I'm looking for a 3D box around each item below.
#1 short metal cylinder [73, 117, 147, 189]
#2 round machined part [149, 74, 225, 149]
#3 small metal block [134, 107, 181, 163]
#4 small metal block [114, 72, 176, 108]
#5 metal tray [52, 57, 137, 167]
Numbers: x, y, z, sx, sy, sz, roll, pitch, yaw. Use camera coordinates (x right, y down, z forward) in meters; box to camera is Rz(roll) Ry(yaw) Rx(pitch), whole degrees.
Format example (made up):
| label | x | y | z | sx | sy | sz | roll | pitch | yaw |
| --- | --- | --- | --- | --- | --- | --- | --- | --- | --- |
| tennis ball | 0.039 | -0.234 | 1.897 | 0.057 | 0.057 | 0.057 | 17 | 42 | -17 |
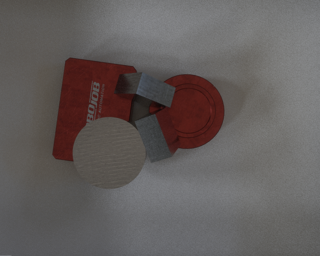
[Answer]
| label | x | y | z | sx | sy | sz | roll | pitch | yaw |
| --- | --- | --- | --- | --- | --- | --- | --- | --- | --- |
| short metal cylinder | -0.056 | 0.027 | 0.367 | 0.081 | 0.050 | 0.079 | 0 | 90 | -1 |
| round machined part | 0.035 | -0.021 | 0.401 | 0.099 | 0.042 | 0.097 | 0 | 90 | -1 |
| small metal block | -0.001 | 0.006 | 0.358 | 0.025 | 0.050 | 0.050 | -19 | 97 | 18 |
| small metal block | -0.019 | -0.045 | 0.372 | 0.050 | 0.050 | 0.025 | 19 | 83 | -37 |
| metal tray | -0.083 | -0.020 | 0.404 | 0.091 | 0.030 | 0.129 | 8 | 90 | -1 |
